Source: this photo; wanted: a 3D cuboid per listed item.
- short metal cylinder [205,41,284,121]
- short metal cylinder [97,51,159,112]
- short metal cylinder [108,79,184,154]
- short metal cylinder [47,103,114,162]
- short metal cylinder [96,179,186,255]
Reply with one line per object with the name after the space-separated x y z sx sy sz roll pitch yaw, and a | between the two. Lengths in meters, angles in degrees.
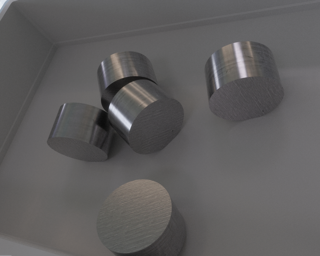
0.094 -0.051 0.353 0.080 0.080 0.050 -15 56 20 | short metal cylinder
-0.044 -0.059 0.430 0.080 0.080 0.050 -26 53 12 | short metal cylinder
-0.017 -0.014 0.388 0.080 0.080 0.050 -45 51 -3 | short metal cylinder
-0.105 0.008 0.421 0.080 0.080 0.050 -3 61 27 | short metal cylinder
-0.019 0.102 0.326 0.080 0.050 0.080 -13 44 13 | short metal cylinder
